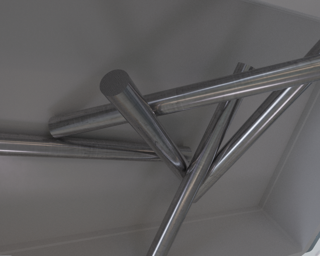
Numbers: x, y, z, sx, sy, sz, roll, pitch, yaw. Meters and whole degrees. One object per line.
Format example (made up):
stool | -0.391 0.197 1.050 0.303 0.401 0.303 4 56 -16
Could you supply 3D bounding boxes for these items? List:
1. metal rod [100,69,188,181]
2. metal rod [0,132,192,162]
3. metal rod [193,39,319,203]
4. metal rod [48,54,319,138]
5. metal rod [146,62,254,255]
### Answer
metal rod | 0.010 0.028 0.369 0.025 0.025 0.300 -39 149 -2
metal rod | -0.089 0.025 0.375 0.302 0.025 0.025 6 115 -31
metal rod | 0.115 -0.005 0.365 0.025 0.025 0.298 10 130 -33
metal rod | 0.027 -0.031 0.317 0.301 0.025 0.025 -12 129 11
metal rod | 0.047 0.059 0.401 0.025 0.025 0.298 20 99 -36
